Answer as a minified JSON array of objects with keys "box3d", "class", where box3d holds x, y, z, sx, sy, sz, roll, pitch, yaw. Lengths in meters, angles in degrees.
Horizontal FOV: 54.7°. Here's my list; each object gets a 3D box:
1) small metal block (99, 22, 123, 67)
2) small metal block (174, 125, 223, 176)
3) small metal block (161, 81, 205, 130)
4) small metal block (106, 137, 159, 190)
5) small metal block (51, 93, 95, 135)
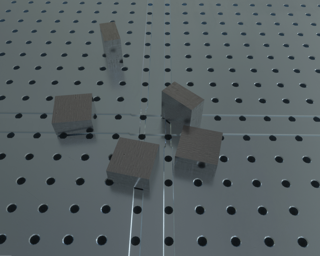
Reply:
[{"box3d":[-0.079,-0.136,0.505,0.025,0.050,0.050,-12,51,-10],"class":"small metal block"},{"box3d":[0.048,0.027,0.385,0.050,0.025,0.050,11,51,9],"class":"small metal block"},{"box3d":[0.029,-0.026,0.414,0.050,0.050,0.025,36,59,26],"class":"small metal block"},{"box3d":[-0.031,0.042,0.372,0.050,0.025,0.050,10,51,8],"class":"small metal block"},{"box3d":[-0.117,-0.019,0.422,0.050,0.025,0.050,-5,50,-5],"class":"small metal block"}]
